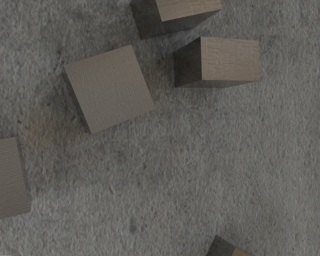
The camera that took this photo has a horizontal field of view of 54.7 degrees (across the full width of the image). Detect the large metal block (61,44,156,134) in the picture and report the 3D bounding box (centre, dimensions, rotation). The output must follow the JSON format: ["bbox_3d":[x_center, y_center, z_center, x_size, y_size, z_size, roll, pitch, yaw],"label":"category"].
[{"bbox_3d":[-0.063,-0.045,0.373,0.081,0.050,0.080,-23,98,-19],"label":"large metal block"}]

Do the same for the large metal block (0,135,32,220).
[{"bbox_3d":[-0.187,0.055,0.327,0.081,0.050,0.079,-11,94,-20],"label":"large metal block"}]

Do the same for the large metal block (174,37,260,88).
[{"bbox_3d":[0.071,-0.082,0.407,0.081,0.080,0.050,-2,91,-20],"label":"large metal block"}]

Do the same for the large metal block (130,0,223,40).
[{"bbox_3d":[0.017,-0.153,0.387,0.081,0.080,0.050,-19,97,-19],"label":"large metal block"}]

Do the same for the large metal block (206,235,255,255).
[{"bbox_3d":[0.104,0.212,0.436,0.080,0.050,0.080,33,79,-18],"label":"large metal block"}]
